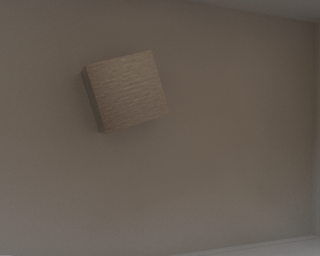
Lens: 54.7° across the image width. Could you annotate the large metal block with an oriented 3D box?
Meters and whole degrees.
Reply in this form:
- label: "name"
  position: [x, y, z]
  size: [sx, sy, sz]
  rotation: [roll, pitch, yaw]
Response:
- label: "large metal block"
  position: [-0.044, -0.043, 0.382]
  size: [0.081, 0.050, 0.080]
  rotation: [-18, 97, -19]
